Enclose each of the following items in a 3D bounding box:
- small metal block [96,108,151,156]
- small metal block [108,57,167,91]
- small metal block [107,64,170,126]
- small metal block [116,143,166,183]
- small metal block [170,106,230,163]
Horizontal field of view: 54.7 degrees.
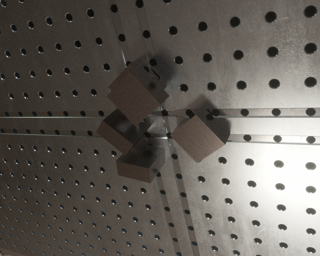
[{"bbox_3d":[-0.049,0.001,0.420,0.050,0.050,0.025,39,129,2],"label":"small metal block"},{"bbox_3d":[-0.029,-0.052,0.393,0.050,0.025,0.050,47,129,-6],"label":"small metal block"},{"bbox_3d":[-0.026,-0.038,0.368,0.050,0.025,0.050,47,128,-6],"label":"small metal block"},{"bbox_3d":[-0.026,0.047,0.437,0.050,0.050,0.025,10,123,23],"label":"small metal block"},{"bbox_3d":[0.050,0.009,0.389,0.050,0.025,0.050,46,129,-4],"label":"small metal block"}]
